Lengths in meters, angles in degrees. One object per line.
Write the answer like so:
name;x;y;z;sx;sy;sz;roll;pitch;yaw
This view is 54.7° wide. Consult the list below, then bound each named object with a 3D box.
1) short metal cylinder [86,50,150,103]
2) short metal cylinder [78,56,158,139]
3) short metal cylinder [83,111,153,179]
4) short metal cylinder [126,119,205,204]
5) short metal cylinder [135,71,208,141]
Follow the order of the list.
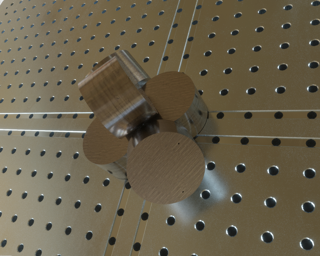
short metal cylinder;-0.059;-0.062;0.431;0.080;0.080;0.050;-39;85;1
short metal cylinder;-0.046;-0.034;0.351;0.050;0.080;0.080;-36;52;4
short metal cylinder;-0.052;0.020;0.405;0.080;0.050;0.080;-13;56;20
short metal cylinder;0.004;0.035;0.339;0.080;0.080;0.050;-35;16;5
short metal cylinder;0.015;-0.026;0.398;0.080;0.050;0.080;-13;56;20
